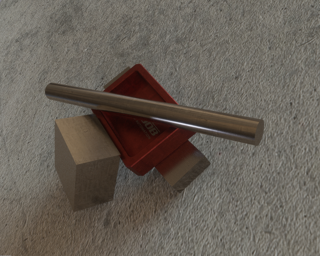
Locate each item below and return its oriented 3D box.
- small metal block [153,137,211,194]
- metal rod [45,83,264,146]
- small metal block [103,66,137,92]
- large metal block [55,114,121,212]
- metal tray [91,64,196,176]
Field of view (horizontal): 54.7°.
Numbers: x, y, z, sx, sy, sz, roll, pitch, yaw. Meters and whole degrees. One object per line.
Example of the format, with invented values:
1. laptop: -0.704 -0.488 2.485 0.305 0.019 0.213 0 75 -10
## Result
1. small metal block: 0.023 0.040 0.368 0.050 0.025 0.050 -43 51 -2
2. metal rod: -0.032 -0.024 0.365 0.300 0.025 0.025 13 68 33
3. small metal block: -0.050 -0.057 0.465 0.050 0.025 0.050 -39 51 2
4. large metal block: -0.093 0.041 0.381 0.050 0.079 0.080 -11 43 -30
5. metal tray: -0.026 -0.015 0.391 0.090 0.030 0.130 -39 51 1
